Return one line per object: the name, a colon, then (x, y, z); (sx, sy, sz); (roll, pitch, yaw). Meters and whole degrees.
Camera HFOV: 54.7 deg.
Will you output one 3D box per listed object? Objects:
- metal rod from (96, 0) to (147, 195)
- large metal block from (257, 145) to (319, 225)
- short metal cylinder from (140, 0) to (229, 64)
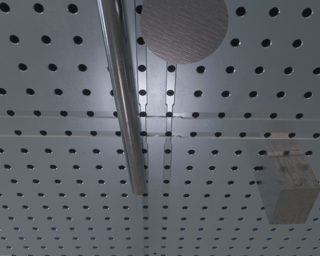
metal rod: (-0.042, -0.016, 0.397); (0.025, 0.025, 0.298); (-3, 130, 2)
large metal block: (0.180, 0.081, 0.447); (0.050, 0.080, 0.079); (-2, 130, 1)
short metal cylinder: (0.022, -0.110, 0.302); (0.081, 0.050, 0.079); (0, 130, 0)
